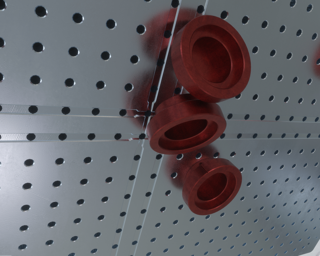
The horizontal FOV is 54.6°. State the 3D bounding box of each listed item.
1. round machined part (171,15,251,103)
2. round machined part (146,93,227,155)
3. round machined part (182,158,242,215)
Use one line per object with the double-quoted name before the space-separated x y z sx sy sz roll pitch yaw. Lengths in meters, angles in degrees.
"round machined part" 0.055 -0.076 0.362 0.099 0.042 0.098 6 77 -28
"round machined part" 0.031 -0.007 0.394 0.099 0.042 0.098 -12 151 -7
"round machined part" 0.078 0.088 0.497 0.099 0.042 0.097 -14 124 -21
